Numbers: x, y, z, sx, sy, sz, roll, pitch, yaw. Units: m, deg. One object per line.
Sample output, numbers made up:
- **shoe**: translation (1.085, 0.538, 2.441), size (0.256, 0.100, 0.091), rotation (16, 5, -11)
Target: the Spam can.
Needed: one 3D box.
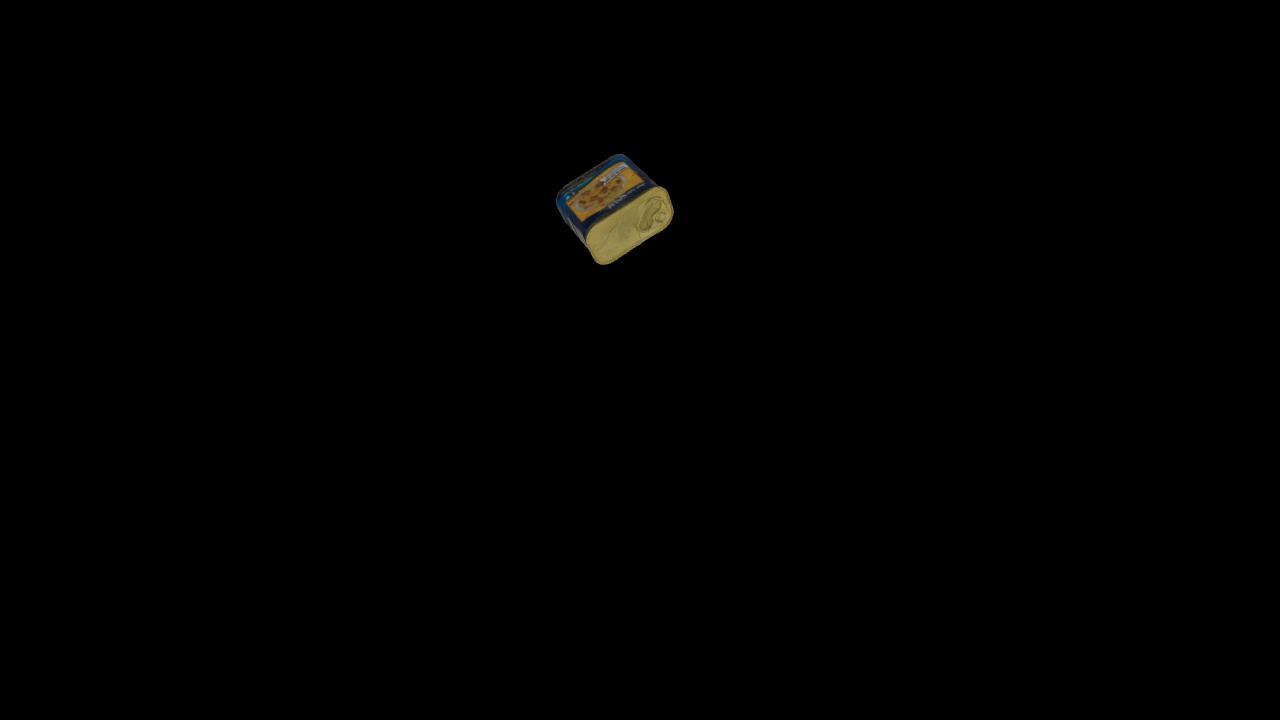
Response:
- **Spam can**: translation (-0.030, -0.164, 0.659), size (0.101, 0.085, 0.058), rotation (-34, -36, -6)
